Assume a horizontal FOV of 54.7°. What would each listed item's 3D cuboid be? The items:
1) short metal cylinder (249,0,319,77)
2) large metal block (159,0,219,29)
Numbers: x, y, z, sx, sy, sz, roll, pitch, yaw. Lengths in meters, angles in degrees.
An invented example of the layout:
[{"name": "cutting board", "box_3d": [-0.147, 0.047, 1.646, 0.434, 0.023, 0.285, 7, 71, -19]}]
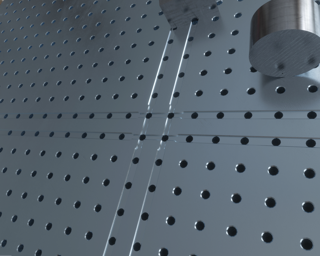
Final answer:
[{"name": "short metal cylinder", "box_3d": [0.146, -0.103, 0.360, 0.080, 0.080, 0.050, -4, 60, 26]}, {"name": "large metal block", "box_3d": [0.044, -0.220, 0.503, 0.080, 0.050, 0.080, -16, 55, 18]}]
